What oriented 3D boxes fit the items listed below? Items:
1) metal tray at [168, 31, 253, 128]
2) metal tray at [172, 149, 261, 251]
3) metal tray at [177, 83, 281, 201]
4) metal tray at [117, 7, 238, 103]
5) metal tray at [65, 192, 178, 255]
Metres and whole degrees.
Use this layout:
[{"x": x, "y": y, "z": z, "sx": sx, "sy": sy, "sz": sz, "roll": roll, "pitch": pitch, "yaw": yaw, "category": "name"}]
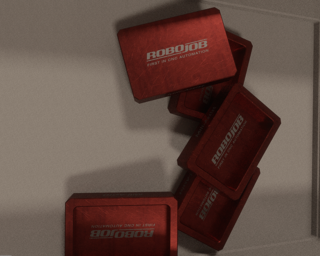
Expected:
[{"x": 0.072, "y": -0.072, "z": 0.435, "sx": 0.091, "sy": 0.030, "sz": 0.129, "roll": 17, "pitch": 84, "yaw": -20, "category": "metal tray"}, {"x": 0.075, "y": 0.093, "z": 0.437, "sx": 0.090, "sy": 0.030, "sz": 0.130, "roll": 33, "pitch": 79, "yaw": -17, "category": "metal tray"}, {"x": 0.094, "y": 0.017, "z": 0.411, "sx": 0.090, "sy": 0.030, "sz": 0.130, "roll": 37, "pitch": 78, "yaw": -17, "category": "metal tray"}, {"x": 0.021, "y": -0.091, "z": 0.390, "sx": 0.131, "sy": 0.030, "sz": 0.090, "roll": -15, "pitch": 86, "yaw": -4, "category": "metal tray"}, {"x": -0.045, "y": 0.126, "z": 0.375, "sx": 0.131, "sy": 0.030, "sz": 0.089, "roll": 0, "pitch": 90, "yaw": -6, "category": "metal tray"}]
